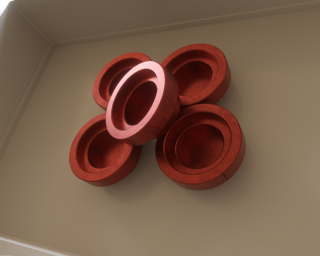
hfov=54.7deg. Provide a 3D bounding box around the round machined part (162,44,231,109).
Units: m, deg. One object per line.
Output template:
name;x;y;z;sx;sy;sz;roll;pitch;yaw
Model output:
round machined part;0.044;-0.059;0.405;0.098;0.042;0.098;-13;56;20

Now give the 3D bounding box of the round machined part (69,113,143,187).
round machined part;-0.066;0.031;0.407;0.098;0.042;0.098;-13;56;20

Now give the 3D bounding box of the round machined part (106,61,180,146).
round machined part;-0.016;-0.025;0.360;0.098;0.042;0.098;-25;51;36

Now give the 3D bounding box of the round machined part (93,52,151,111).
round machined part;-0.045;-0.059;0.450;0.098;0.042;0.098;-13;56;20

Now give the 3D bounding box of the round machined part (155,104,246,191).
round machined part;0.048;0.024;0.352;0.098;0.042;0.098;-13;56;20
